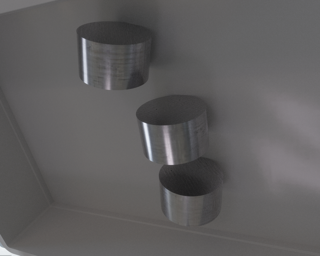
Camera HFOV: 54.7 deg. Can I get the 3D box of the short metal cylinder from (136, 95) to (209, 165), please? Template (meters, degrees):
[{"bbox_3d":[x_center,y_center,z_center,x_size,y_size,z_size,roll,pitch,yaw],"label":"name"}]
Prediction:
[{"bbox_3d":[0.016,0.000,0.365,0.080,0.080,0.050,6,121,25],"label":"short metal cylinder"}]

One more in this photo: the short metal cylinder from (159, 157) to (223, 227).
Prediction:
[{"bbox_3d":[0.040,0.079,0.401,0.080,0.080,0.050,11,123,22],"label":"short metal cylinder"}]

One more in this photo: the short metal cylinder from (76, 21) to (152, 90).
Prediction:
[{"bbox_3d":[-0.051,-0.083,0.348,0.080,0.080,0.050,19,126,17],"label":"short metal cylinder"}]
